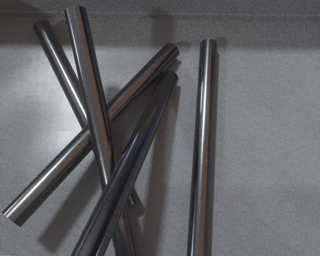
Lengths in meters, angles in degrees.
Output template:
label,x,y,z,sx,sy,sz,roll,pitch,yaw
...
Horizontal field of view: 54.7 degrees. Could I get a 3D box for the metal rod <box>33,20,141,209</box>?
label,x,y,z,sx,sy,sz,roll,pitch,yaw
metal rod,-0.106,-0.029,0.419,0.025,0.025,0.299,-27,72,-9

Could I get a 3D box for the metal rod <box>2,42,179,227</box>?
label,x,y,z,sx,sy,sz,roll,pitch,yaw
metal rod,-0.069,-0.009,0.388,0.025,0.025,0.301,34,64,11

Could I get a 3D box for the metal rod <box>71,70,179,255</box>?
label,x,y,z,sx,sy,sz,roll,pitch,yaw
metal rod,-0.028,0.029,0.334,0.025,0.025,0.301,17,46,6

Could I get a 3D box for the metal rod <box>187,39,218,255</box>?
label,x,y,z,sx,sy,sz,roll,pitch,yaw
metal rod,0.057,0.017,0.403,0.025,0.025,0.299,5,70,2

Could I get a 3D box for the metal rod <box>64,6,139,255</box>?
label,x,y,z,sx,sy,sz,roll,pitch,yaw
metal rod,-0.067,0.009,0.356,0.025,0.025,0.298,-12,88,-4
